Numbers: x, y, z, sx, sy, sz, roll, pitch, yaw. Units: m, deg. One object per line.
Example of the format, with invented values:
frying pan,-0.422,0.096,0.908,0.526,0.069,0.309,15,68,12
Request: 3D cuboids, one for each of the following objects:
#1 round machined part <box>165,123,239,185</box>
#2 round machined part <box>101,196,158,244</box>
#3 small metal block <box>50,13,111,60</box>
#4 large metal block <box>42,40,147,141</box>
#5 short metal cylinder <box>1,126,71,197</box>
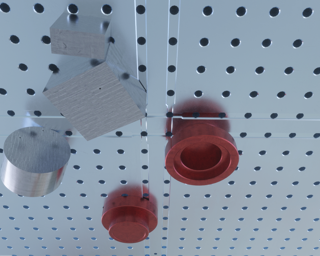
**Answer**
round machined part,0.056,0.032,0.428,0.099,0.042,0.097,0,130,0
round machined part,-0.053,0.165,0.540,0.099,0.042,0.097,0,130,0
small metal block,-0.078,-0.094,0.313,0.050,0.050,0.025,6,125,-5
large metal block,-0.071,-0.041,0.360,0.080,0.050,0.080,-22,127,17
short metal cylinder,-0.165,0.044,0.411,0.081,0.080,0.050,18,128,-15
